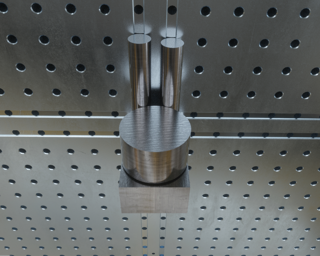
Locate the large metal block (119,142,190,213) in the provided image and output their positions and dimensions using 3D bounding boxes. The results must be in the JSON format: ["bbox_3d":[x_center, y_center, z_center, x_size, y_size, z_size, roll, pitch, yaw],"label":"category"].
[{"bbox_3d":[-0.007,0.060,0.394,0.081,0.080,0.050,0,130,-1],"label":"large metal block"}]

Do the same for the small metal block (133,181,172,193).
[{"bbox_3d":[-0.008,0.077,0.431,0.050,0.050,0.025,-32,141,-34],"label":"small metal block"}]

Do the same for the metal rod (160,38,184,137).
[{"bbox_3d":[0.011,0.021,0.431,0.025,0.025,0.298,0,130,-1],"label":"metal rod"}]

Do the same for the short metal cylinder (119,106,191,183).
[{"bbox_3d":[-0.006,0.018,0.363,0.081,0.080,0.050,1,130,-1],"label":"short metal cylinder"}]

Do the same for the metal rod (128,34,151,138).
[{"bbox_3d":[-0.025,0.018,0.428,0.025,0.025,0.298,0,130,-1],"label":"metal rod"}]
